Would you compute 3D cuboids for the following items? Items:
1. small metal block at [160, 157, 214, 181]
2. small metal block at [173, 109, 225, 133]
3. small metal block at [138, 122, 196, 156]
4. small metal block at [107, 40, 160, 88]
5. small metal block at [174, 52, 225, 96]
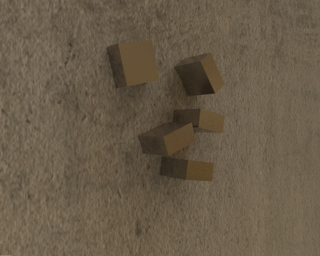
[{"bbox_3d":[0.036,0.056,0.421,0.050,0.050,0.025,11,83,-40],"label":"small metal block"},{"bbox_3d":[0.054,-0.009,0.436,0.050,0.050,0.025,12,83,-40],"label":"small metal block"},{"bbox_3d":[0.009,0.013,0.398,0.050,0.050,0.025,-26,107,-37],"label":"small metal block"},{"bbox_3d":[-0.032,-0.079,0.379,0.050,0.025,0.050,-19,102,-39],"label":"small metal block"},{"bbox_3d":[0.055,-0.074,0.437,0.025,0.050,0.050,-44,117,-31],"label":"small metal block"}]
